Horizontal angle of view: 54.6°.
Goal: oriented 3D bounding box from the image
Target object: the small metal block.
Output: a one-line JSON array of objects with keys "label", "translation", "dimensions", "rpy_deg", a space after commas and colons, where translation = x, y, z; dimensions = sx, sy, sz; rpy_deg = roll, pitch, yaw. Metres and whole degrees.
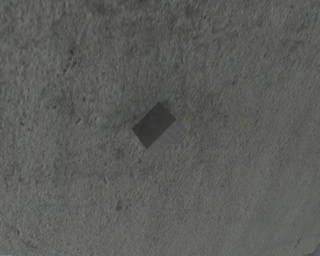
[{"label": "small metal block", "translation": [-0.001, 0.002, 0.391], "dimensions": [0.050, 0.050, 0.025], "rpy_deg": [-45, 129, 3]}]
